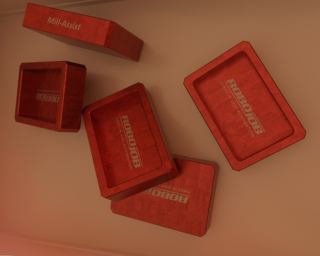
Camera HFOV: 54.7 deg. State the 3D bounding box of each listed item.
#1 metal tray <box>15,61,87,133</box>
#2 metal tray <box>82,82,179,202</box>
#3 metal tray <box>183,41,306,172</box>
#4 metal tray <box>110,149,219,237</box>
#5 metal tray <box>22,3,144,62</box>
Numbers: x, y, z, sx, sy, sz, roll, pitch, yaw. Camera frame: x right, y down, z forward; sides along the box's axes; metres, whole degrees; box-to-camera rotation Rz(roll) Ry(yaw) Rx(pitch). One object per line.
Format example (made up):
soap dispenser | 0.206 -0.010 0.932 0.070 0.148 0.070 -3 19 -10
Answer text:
metal tray | -0.158 -0.046 0.437 0.130 0.030 0.089 9 93 41
metal tray | -0.041 0.016 0.391 0.090 0.030 0.130 -23 63 8
metal tray | 0.099 -0.025 0.372 0.090 0.030 0.130 -31 80 17
metal tray | 0.005 0.079 0.405 0.130 0.030 0.089 9 93 19
metal tray | -0.099 -0.124 0.409 0.130 0.090 0.030 18 96 18
